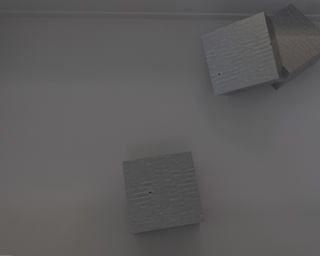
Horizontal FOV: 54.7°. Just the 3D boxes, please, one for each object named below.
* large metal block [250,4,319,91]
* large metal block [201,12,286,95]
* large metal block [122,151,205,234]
[{"bbox_3d":[0.176,-0.114,0.439,0.080,0.050,0.080,-34,74,-12],"label":"large metal block"},{"bbox_3d":[0.108,-0.090,0.400,0.080,0.050,0.080,-13,88,31],"label":"large metal block"},{"bbox_3d":[0.003,0.078,0.368,0.081,0.050,0.080,-8,70,-3],"label":"large metal block"}]
